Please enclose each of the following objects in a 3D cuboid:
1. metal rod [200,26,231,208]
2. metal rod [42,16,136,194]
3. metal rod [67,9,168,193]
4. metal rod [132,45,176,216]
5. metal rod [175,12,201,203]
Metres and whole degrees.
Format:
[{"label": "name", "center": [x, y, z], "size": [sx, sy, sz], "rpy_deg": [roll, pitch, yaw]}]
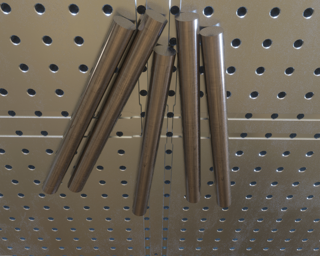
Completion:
[{"label": "metal rod", "center": [0.080, 0.010, 0.420], "size": [0.025, 0.025, 0.299], "rpy_deg": [-8, 130, 6]}, {"label": "metal rod", "center": [-0.105, -0.007, 0.404], "size": [0.025, 0.025, 0.298], "rpy_deg": [22, 127, -17]}, {"label": "metal rod", "center": [-0.068, -0.011, 0.402], "size": [0.025, 0.025, 0.298], "rpy_deg": [20, 127, -16]}, {"label": "metal rod", "center": [-0.015, 0.028, 0.435], "size": [0.025, 0.025, 0.298], "rpy_deg": [6, 130, -5]}, {"label": "metal rod", "center": [0.041, 0.000, 0.412], "size": [0.025, 0.025, 0.298], "rpy_deg": [-4, 130, 3]}]
